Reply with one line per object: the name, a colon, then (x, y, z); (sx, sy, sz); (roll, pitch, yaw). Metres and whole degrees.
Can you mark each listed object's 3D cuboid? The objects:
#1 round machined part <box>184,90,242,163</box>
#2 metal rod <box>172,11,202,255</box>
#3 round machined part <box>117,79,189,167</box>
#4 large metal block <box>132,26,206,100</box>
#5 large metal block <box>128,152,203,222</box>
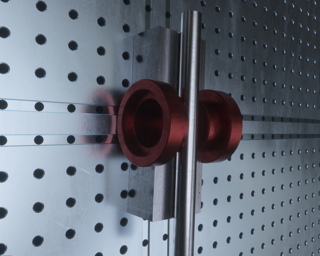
round machined part: (0.057, -0.002, 0.409); (0.042, 0.098, 0.097); (2, 89, -35)
metal rod: (0.033, 0.012, 0.371); (0.025, 0.025, 0.298); (3, 88, -40)
round machined part: (-0.005, -0.005, 0.356); (0.042, 0.098, 0.097); (3, 89, -40)
large metal block: (0.012, -0.078, 0.403); (0.081, 0.050, 0.080); (3, 88, -40)
large metal block: (0.008, 0.069, 0.399); (0.081, 0.050, 0.080); (4, 88, -40)
